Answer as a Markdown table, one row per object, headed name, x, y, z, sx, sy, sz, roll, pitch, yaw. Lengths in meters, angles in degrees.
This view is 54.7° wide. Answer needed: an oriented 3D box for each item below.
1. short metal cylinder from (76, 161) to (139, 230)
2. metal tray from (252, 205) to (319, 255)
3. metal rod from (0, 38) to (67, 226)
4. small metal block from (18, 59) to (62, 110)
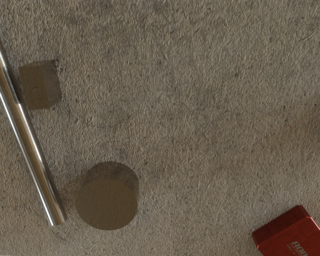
| name | x | y | z | sx | sy | sz | roll | pitch | yaw |
| --- | --- | --- | --- | --- | --- | --- | --- | --- | --- |
| short metal cylinder | -0.070 | 0.093 | 0.430 | 0.081 | 0.050 | 0.079 | 0 | 110 | 0 |
| metal tray | 0.217 | 0.192 | 0.480 | 0.090 | 0.030 | 0.130 | -37 | 106 | 12 |
| metal rod | -0.180 | 0.000 | 0.407 | 0.025 | 0.025 | 0.298 | -11 | 110 | 4 |
| small metal block | -0.143 | -0.054 | 0.375 | 0.025 | 0.050 | 0.050 | -5 | 110 | 2 |
